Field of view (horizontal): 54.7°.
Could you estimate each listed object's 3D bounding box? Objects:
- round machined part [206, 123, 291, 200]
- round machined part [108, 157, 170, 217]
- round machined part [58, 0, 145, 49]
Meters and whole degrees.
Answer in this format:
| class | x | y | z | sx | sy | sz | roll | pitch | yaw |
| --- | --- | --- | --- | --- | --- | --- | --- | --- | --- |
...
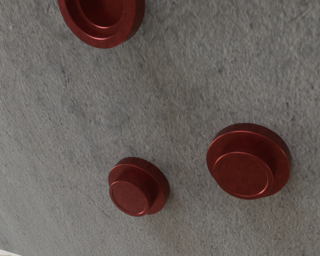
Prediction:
| class | x | y | z | sx | sy | sz | roll | pitch | yaw |
| --- | --- | --- | --- | --- | --- | --- | --- | --- | --- |
| round machined part | 0.103 | 0.046 | 0.370 | 0.098 | 0.042 | 0.097 | 13 | 124 | 20 |
| round machined part | -0.038 | 0.096 | 0.474 | 0.098 | 0.042 | 0.097 | 13 | 124 | 20 |
| round machined part | -0.060 | -0.141 | 0.339 | 0.098 | 0.042 | 0.097 | 13 | 124 | 20 |
